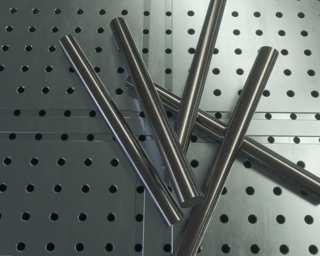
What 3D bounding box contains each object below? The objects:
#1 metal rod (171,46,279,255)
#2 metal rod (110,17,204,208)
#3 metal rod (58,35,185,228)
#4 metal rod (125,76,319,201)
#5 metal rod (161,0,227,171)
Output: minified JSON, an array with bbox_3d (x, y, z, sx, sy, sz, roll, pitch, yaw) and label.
[{"bbox_3d":[0.080,0.034,0.377,0.025,0.025,0.299,24,80,8],"label":"metal rod"},{"bbox_3d":[-0.016,-0.042,0.386,0.025,0.025,0.299,-18,56,-7],"label":"metal rod"},{"bbox_3d":[-0.059,-0.008,0.413,0.025,0.025,0.299,-30,73,-11],"label":"metal rod"},{"bbox_3d":[0.085,0.007,0.410,0.301,0.025,0.025,31,73,10],"label":"metal rod"},{"bbox_3d":[0.054,-0.080,0.421,0.025,0.025,0.300,15,63,5],"label":"metal rod"}]
